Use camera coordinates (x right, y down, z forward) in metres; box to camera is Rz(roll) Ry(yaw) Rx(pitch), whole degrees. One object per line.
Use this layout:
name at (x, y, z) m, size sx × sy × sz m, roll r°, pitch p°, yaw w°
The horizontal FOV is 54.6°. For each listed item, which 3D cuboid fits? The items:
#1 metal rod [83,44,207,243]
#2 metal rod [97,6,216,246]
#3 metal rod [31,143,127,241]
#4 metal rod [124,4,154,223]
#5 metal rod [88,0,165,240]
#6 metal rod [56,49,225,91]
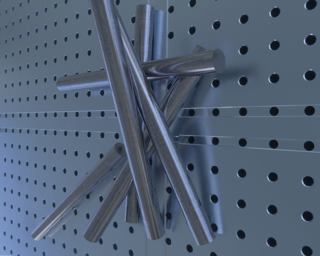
metal rod at (-0.022, 0.030, 0.403) m, size 0.025 × 0.025 × 0.299 m, roll 41°, pitch 107°, yaw 32°
metal rod at (-0.005, -0.005, 0.366) m, size 0.025 × 0.025 × 0.299 m, roll -23°, pitch 90°, yaw 38°
metal rod at (-0.148, 0.121, 0.533) m, size 0.299 × 0.025 × 0.025 m, roll -44°, pitch 64°, yaw 31°
metal rod at (-0.029, -0.017, 0.434) m, size 0.025 × 0.025 × 0.298 m, roll 6°, pitch 94°, yaw 40°
metal rod at (-0.033, 0.005, 0.365) m, size 0.025 × 0.025 × 0.298 m, roll 7°, pitch 117°, yaw 40°
metal rod at (-0.051, -0.071, 0.418) m, size 0.300 × 0.025 × 0.025 m, roll 1°, pitch 91°, yaw 42°
